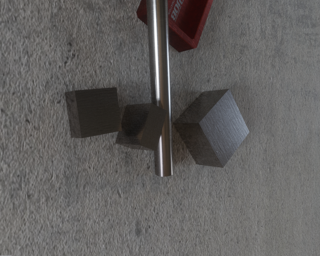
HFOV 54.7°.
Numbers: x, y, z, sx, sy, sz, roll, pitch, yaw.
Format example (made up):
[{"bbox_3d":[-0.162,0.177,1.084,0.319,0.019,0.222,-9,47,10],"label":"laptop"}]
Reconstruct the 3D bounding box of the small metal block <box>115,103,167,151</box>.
[{"bbox_3d":[-0.023,-0.001,0.371,0.025,0.050,0.050,25,75,-38],"label":"small metal block"}]

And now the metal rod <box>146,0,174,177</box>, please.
[{"bbox_3d":[-0.001,-0.085,0.377,0.025,0.025,0.298,-14,108,-39],"label":"metal rod"}]

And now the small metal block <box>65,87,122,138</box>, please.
[{"bbox_3d":[-0.073,-0.018,0.345,0.050,0.025,0.050,-11,97,-40],"label":"small metal block"}]

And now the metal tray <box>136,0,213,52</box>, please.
[{"bbox_3d":[0.030,-0.184,0.427,0.090,0.030,0.130,31,71,-36],"label":"metal tray"}]

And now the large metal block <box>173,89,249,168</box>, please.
[{"bbox_3d":[0.077,0.000,0.456,0.080,0.050,0.080,-46,118,-30],"label":"large metal block"}]
